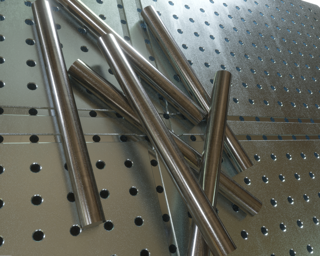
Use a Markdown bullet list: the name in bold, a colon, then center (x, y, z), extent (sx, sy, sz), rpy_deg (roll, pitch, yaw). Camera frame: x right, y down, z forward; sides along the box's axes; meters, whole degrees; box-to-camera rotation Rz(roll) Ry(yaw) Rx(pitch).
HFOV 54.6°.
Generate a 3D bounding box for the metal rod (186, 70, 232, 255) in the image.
- **metal rod**: center (0.060, 0.057, 0.375), extent (0.025, 0.025, 0.300), rpy_deg (21, 63, -16)

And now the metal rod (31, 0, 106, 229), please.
- **metal rod**: center (-0.114, -0.034, 0.366), extent (0.025, 0.025, 0.299), rpy_deg (-6, 65, -31)

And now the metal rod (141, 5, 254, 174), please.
- **metal rod**: center (0.050, -0.068, 0.475), extent (0.025, 0.025, 0.299), rpy_deg (-19, 72, -35)

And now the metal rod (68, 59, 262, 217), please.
- **metal rod**: center (0.008, 0.014, 0.403), extent (0.300, 0.025, 0.025), rpy_deg (38, 51, -3)

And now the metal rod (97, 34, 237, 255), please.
- **metal rod**: center (-0.003, 0.005, 0.364), extent (0.025, 0.025, 0.299), rpy_deg (-16, 66, -34)

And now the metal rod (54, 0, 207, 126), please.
- **metal rod**: center (-0.053, -0.112, 0.447), extent (0.300, 0.025, 0.025), rpy_deg (42, 51, 0)
